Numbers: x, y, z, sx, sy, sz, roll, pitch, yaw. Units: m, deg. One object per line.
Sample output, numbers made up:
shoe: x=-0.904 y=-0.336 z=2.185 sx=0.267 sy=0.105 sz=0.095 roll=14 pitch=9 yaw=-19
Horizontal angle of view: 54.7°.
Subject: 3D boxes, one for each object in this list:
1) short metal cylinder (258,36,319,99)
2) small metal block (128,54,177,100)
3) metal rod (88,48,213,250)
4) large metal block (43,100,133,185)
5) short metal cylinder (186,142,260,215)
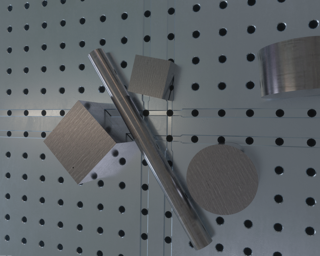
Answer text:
short metal cylinder: x=0.148 y=-0.061 z=0.331 sx=0.080 sy=0.080 sz=0.050 roll=-4 pitch=89 yaw=20
small metal block: x=-0.011 y=-0.068 z=0.416 sx=0.050 sy=0.025 sz=0.050 roll=15 pitch=95 yaw=19
metal rod: x=-0.018 y=0.021 z=0.418 sx=0.025 sy=0.025 sz=0.299 roll=-33 pitch=80 yaw=17
large metal block: x=-0.100 y=0.019 z=0.434 sx=0.080 sy=0.050 sz=0.080 roll=-46 pitch=76 yaw=14
short metal cylinder: x=0.077 y=0.058 z=0.372 sx=0.080 sy=0.050 sz=0.079 roll=0 pitch=90 yaw=20
